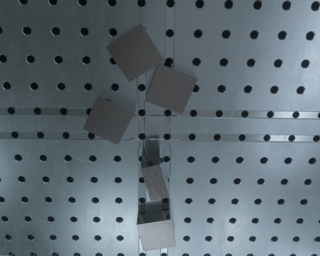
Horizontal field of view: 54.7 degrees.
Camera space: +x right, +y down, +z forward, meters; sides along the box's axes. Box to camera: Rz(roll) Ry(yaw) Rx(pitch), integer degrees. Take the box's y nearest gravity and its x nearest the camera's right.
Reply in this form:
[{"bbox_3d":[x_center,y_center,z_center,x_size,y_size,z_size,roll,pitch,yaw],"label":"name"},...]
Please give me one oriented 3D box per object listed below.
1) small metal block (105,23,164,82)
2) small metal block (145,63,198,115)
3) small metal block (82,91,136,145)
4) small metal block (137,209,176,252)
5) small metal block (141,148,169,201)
[{"bbox_3d":[-0.030,-0.092,0.379,0.050,0.025,0.050,-31,108,10],"label":"small metal block"},{"bbox_3d":[0.014,-0.051,0.395,0.050,0.025,0.050,20,109,-8],"label":"small metal block"},{"bbox_3d":[-0.066,-0.013,0.408,0.050,0.025,0.050,26,108,-10],"label":"small metal block"},{"bbox_3d":[-0.005,0.156,0.471,0.050,0.025,0.050,-9,110,3],"label":"small metal block"},{"bbox_3d":[-0.006,0.063,0.423,0.025,0.050,0.050,-14,110,5],"label":"small metal block"}]
